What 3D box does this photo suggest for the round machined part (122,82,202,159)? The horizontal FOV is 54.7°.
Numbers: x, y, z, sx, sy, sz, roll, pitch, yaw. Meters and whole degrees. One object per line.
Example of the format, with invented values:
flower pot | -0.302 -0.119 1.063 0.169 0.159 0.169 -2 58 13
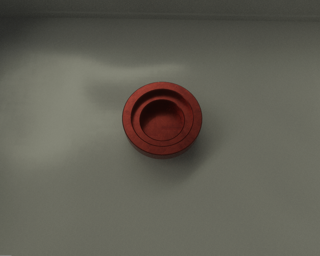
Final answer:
round machined part | 0.003 -0.007 0.399 0.099 0.042 0.098 0 70 -1
